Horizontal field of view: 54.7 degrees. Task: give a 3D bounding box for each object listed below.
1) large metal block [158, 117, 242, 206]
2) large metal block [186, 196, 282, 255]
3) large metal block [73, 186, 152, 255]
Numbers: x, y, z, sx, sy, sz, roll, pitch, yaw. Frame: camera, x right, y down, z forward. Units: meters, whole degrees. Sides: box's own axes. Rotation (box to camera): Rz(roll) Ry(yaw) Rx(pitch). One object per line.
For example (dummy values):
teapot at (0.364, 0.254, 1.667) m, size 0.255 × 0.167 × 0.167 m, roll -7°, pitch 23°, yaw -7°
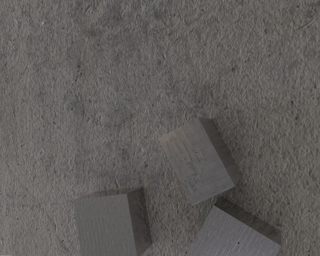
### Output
large metal block at (0.051, 0.035, 0.362) m, size 0.050 × 0.080 × 0.080 m, roll -30°, pitch 80°, yaw 18°
large metal block at (0.085, 0.140, 0.366) m, size 0.080 × 0.050 × 0.080 m, roll 29°, pitch 100°, yaw 17°
large metal block at (-0.063, 0.127, 0.418) m, size 0.080 × 0.050 × 0.080 m, roll -11°, pitch 86°, yaw 19°
